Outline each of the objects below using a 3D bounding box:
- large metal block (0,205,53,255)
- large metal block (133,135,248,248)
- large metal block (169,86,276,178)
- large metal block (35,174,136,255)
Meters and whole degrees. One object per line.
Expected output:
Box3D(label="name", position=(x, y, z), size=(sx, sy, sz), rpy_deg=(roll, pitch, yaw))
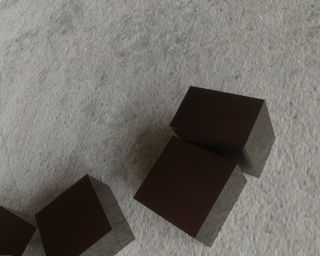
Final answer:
Box3D(label="large metal block", position=(-0.181, 0.154, 0.386), size=(0.080, 0.050, 0.080), rpy_deg=(13, 68, 33))
Box3D(label="large metal block", position=(0.033, 0.065, 0.330), size=(0.080, 0.050, 0.080), rpy_deg=(24, 74, 36))
Box3D(label="large metal block", position=(0.069, 0.005, 0.329), size=(0.080, 0.080, 0.050), rpy_deg=(16, 70, 34))
Box3D(label="large metal block", position=(-0.088, 0.115, 0.362), size=(0.080, 0.050, 0.080), rpy_deg=(-38, 51, 2))
